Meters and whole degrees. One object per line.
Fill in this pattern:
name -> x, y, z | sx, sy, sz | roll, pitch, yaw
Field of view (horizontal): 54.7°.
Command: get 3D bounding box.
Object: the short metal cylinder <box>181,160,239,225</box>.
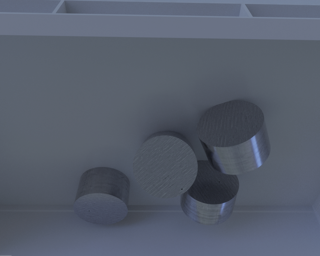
short metal cylinder -> 0.071, 0.094, 0.454 | 0.081, 0.080, 0.050 | 0, 130, -1

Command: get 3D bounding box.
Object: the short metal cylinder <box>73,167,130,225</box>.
short metal cylinder -> -0.089, 0.106, 0.482 | 0.081, 0.050, 0.079 | 0, 130, 0

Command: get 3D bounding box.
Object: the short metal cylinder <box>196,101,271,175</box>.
short metal cylinder -> 0.091, 0.011, 0.384 | 0.080, 0.080, 0.050 | -17, 128, 13

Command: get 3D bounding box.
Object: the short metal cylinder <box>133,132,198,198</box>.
short metal cylinder -> 0.008, 0.046, 0.408 | 0.080, 0.050, 0.079 | 0, 96, 3
